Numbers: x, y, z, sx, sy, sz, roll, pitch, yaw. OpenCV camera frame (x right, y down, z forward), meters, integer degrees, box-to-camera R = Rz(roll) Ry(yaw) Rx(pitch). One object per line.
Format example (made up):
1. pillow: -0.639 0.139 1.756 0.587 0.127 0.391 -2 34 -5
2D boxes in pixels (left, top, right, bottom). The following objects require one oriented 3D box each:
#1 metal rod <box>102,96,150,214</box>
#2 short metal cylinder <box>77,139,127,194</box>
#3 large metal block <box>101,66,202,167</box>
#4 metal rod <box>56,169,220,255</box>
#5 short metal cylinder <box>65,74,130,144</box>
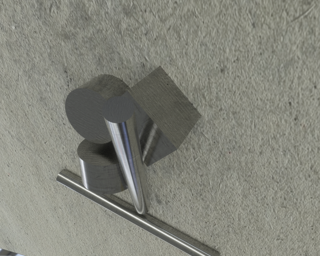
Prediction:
1. metal rod: -0.031 0.057 0.373 0.025 0.025 0.299 24 155 13
2. short metal cylinder: -0.073 0.048 0.439 0.080 0.080 0.050 14 124 20
3. large metal block: -0.007 -0.016 0.365 0.050 0.080 0.080 -35 99 38
4. metal rod: -0.043 0.147 0.520 0.301 0.025 0.025 25 127 12
5. short metal cylinder: -0.078 -0.026 0.416 0.080 0.050 0.079 13 124 21
